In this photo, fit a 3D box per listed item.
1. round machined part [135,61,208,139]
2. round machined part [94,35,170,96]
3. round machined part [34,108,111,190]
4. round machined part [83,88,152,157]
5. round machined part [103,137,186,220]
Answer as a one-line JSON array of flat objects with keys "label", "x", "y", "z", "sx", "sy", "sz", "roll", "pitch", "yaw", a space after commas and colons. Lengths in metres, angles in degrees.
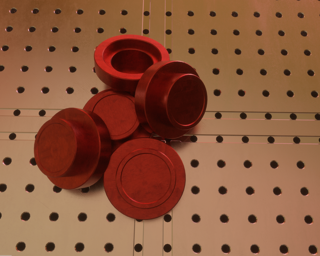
[{"label": "round machined part", "x": 0.021, "y": -0.034, "z": 0.384, "sx": 0.042, "sy": 0.098, "sz": 0.098, "roll": 15, "pitch": 64, "yaw": 49}, {"label": "round machined part", "x": -0.038, "y": -0.082, "z": 0.420, "sx": 0.099, "sy": 0.042, "sz": 0.098, "roll": 4, "pitch": 49, "yaw": -4}, {"label": "round machined part", "x": -0.110, "y": 0.024, "z": 0.367, "sx": 0.098, "sy": 0.042, "sz": 0.097, "roll": -3, "pitch": 83, "yaw": 29}, {"label": "round machined part", "x": -0.056, "y": -0.010, "z": 0.404, "sx": 0.099, "sy": 0.042, "sz": 0.098, "roll": 0, "pitch": 70, "yaw": -1}, {"label": "round machined part", "x": -0.018, "y": 0.059, "z": 0.368, "sx": 0.099, "sy": 0.042, "sz": 0.097, "roll": 1, "pitch": 81, "yaw": -6}]
